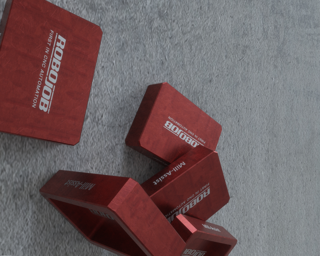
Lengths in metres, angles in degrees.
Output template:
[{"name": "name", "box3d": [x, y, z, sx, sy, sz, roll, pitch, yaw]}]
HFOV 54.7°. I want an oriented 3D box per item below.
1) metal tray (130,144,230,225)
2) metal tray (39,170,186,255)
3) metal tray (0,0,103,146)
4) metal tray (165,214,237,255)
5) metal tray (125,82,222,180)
[{"name": "metal tray", "box3d": [0.026, 0.092, 0.396, 0.131, 0.030, 0.090, -32, 120, -22]}, {"name": "metal tray", "box3d": [-0.049, 0.084, 0.293, 0.030, 0.130, 0.090, -51, 120, -33]}, {"name": "metal tray", "box3d": [-0.114, -0.054, 0.305, 0.091, 0.030, 0.129, 17, 80, -39]}, {"name": "metal tray", "box3d": [0.039, 0.163, 0.394, 0.090, 0.030, 0.130, -54, 139, 2]}, {"name": "metal tray", "box3d": [0.025, 0.009, 0.422, 0.130, 0.030, 0.090, 33, 69, -35]}]
